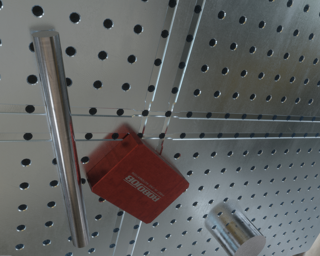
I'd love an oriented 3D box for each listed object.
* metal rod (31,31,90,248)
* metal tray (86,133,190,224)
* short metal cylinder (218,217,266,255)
[{"bbox_3d":[-0.112,0.037,0.373,0.025,0.025,0.298,-13,124,-22],"label":"metal rod"},{"bbox_3d":[-0.027,0.076,0.442,0.090,0.030,0.130,-44,130,2],"label":"metal tray"},{"bbox_3d":[0.168,0.231,0.633,0.081,0.050,0.079,-14,124,-21],"label":"short metal cylinder"}]
